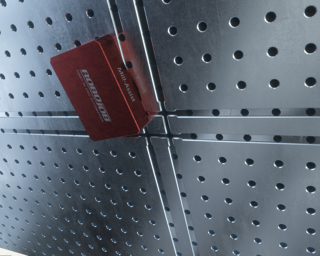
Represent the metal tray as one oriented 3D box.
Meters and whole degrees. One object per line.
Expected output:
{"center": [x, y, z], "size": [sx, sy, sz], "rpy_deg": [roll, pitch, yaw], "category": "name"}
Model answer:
{"center": [-0.080, -0.049, 0.418], "size": [0.090, 0.030, 0.129], "rpy_deg": [-10, 114, 32], "category": "metal tray"}
